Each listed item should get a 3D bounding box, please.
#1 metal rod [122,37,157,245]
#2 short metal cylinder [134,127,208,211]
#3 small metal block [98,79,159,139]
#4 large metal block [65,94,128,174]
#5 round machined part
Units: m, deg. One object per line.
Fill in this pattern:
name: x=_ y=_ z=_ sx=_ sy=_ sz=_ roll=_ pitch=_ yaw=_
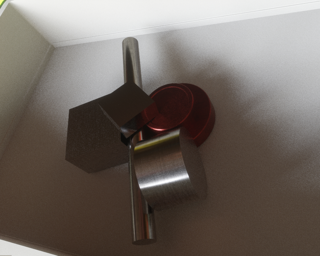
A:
metal rod: x=-0.031 y=-0.008 z=0.396 sx=0.025 sy=0.025 sz=0.299 roll=-19 pitch=54 yaw=17
short metal cylinder: x=0.013 y=0.044 z=0.333 sx=0.050 sy=0.080 sz=0.080 roll=-19 pitch=55 yaw=17
small metal block: x=-0.038 y=-0.024 z=0.375 sx=0.050 sy=0.025 sz=0.050 roll=-38 pitch=57 yaw=-12
large metal block: x=-0.076 y=0.006 z=0.419 sx=0.080 sy=0.050 sz=0.080 roll=-19 pitch=55 yaw=17
round machined part: x=0.017 y=-0.018 z=0.393 sx=0.098 sy=0.042 sz=0.098 roll=-13 pitch=56 yaw=20
